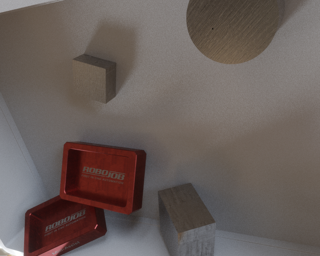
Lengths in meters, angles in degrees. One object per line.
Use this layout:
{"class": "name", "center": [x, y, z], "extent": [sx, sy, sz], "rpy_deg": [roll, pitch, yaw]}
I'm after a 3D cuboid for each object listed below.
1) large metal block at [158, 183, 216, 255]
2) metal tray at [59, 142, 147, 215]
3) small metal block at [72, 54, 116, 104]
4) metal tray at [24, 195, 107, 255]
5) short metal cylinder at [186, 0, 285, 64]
{"class": "large metal block", "center": [0.035, 0.137, 0.430], "extent": [0.050, 0.080, 0.079], "rpy_deg": [-11, 121, -14]}
{"class": "metal tray", "center": [-0.088, 0.071, 0.467], "extent": [0.130, 0.030, 0.089], "rpy_deg": [5, 91, 25]}
{"class": "small metal block", "center": [-0.087, -0.066, 0.412], "extent": [0.050, 0.025, 0.050], "rpy_deg": [18, 126, 17]}
{"class": "metal tray", "center": [-0.156, 0.154, 0.506], "extent": [0.130, 0.090, 0.030], "rpy_deg": [-26, 137, 6]}
{"class": "short metal cylinder", "center": [0.071, -0.106, 0.289], "extent": [0.080, 0.050, 0.079], "rpy_deg": [13, 124, 20]}
